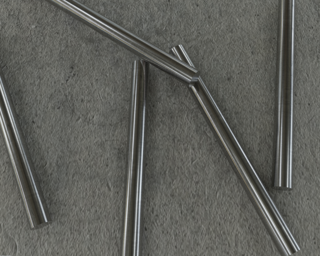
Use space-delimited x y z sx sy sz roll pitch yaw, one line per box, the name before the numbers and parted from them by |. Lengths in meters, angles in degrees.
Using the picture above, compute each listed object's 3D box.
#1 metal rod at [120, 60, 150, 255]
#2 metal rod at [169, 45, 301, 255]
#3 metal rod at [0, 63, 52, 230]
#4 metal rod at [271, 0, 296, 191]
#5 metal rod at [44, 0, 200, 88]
metal rod | -0.031 0.050 0.389 0.025 0.025 0.299 1 70 0
metal rod | 0.088 0.015 0.402 0.025 0.025 0.299 -24 72 -8
metal rod | -0.202 -0.013 0.411 0.025 0.025 0.299 -23 72 -8
metal rod | 0.174 -0.064 0.432 0.025 0.025 0.299 9 70 3
metal rod | -0.075 -0.144 0.446 0.300 0.025 0.025 34 73 16
